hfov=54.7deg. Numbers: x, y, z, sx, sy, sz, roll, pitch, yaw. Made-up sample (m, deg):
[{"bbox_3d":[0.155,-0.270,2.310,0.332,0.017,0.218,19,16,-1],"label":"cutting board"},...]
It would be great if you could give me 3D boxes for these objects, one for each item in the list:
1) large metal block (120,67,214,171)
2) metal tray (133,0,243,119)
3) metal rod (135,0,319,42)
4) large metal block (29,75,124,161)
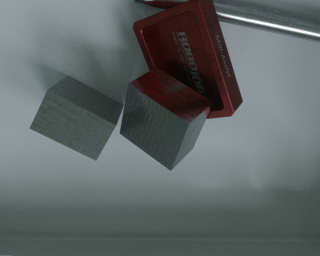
[{"bbox_3d":[0.004,-0.011,0.362,0.080,0.050,0.079,35,137,18],"label":"large metal block"},{"bbox_3d":[0.032,-0.073,0.357,0.090,0.030,0.129,-6,115,39],"label":"metal tray"},{"bbox_3d":[0.121,-0.128,0.365,0.302,0.025,0.025,10,110,-5],"label":"metal rod"},{"bbox_3d":[-0.095,-0.015,0.375,0.080,0.080,0.050,28,108,-10],"label":"large metal block"}]
